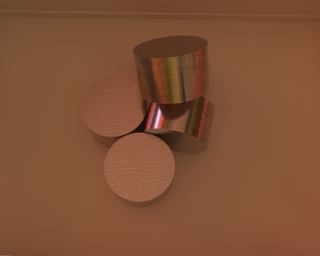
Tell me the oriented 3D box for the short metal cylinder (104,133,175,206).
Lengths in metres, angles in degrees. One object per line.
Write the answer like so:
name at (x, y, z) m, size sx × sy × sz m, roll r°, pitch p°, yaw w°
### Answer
short metal cylinder at (-0.023, 0.051, 0.375) m, size 0.081 × 0.050 × 0.080 m, roll 0°, pitch 70°, yaw 0°

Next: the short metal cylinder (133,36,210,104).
short metal cylinder at (0.014, -0.067, 0.345) m, size 0.080 × 0.050 × 0.080 m, roll -6°, pitch 30°, yaw 4°

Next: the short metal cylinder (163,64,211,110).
short metal cylinder at (0.025, -0.063, 0.418) m, size 0.081 × 0.050 × 0.080 m, roll 0°, pitch 70°, yaw 0°

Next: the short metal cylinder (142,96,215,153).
short metal cylinder at (0.023, -0.006, 0.382) m, size 0.080 × 0.080 × 0.050 m, roll 13°, pitch 71°, yaw 4°

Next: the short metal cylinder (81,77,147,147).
short metal cylinder at (-0.056, -0.019, 0.400) m, size 0.081 × 0.050 × 0.080 m, roll 0°, pitch 70°, yaw 0°
